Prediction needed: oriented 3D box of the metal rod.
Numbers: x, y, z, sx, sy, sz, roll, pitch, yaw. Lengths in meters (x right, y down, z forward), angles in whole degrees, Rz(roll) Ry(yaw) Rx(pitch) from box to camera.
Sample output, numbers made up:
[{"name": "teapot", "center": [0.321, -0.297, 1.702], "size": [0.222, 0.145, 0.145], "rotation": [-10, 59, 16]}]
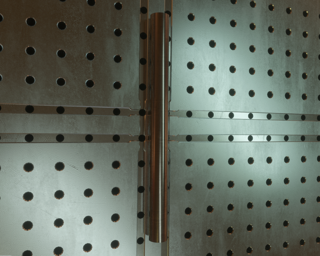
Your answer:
[{"name": "metal rod", "center": [-0.001, -0.001, 0.413], "size": [0.025, 0.025, 0.298], "rotation": [0, 90, -20]}]
